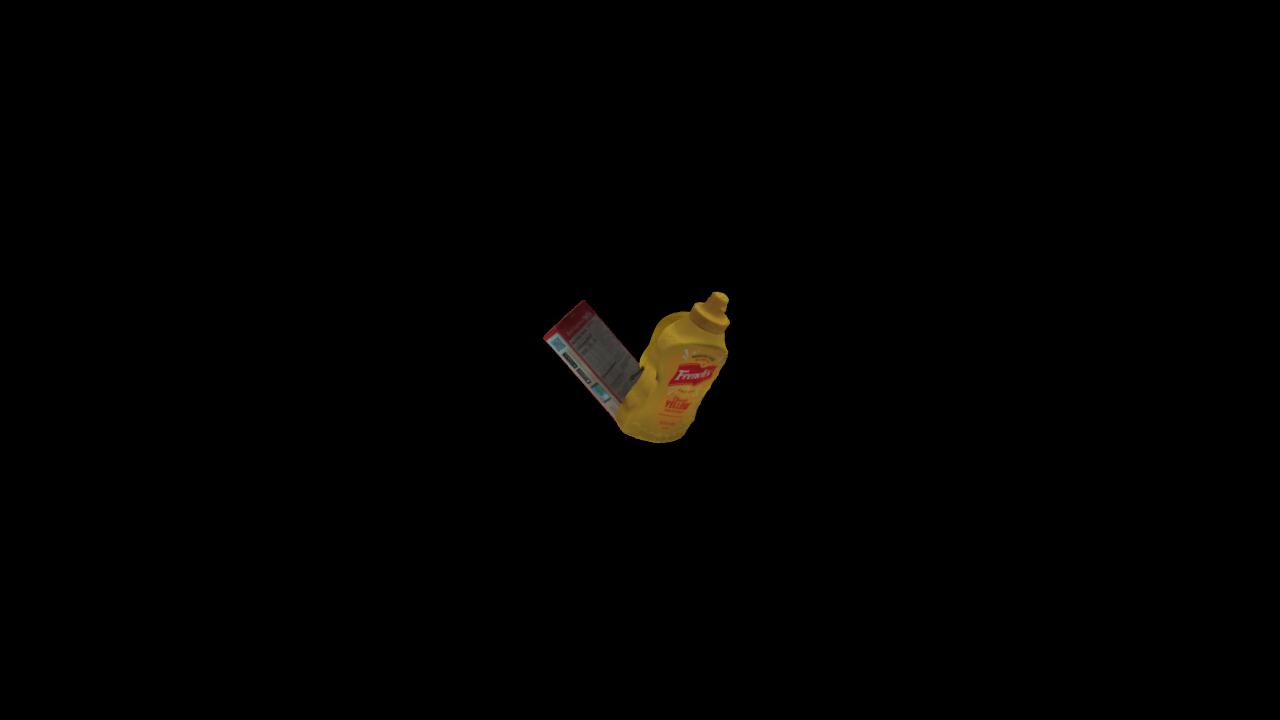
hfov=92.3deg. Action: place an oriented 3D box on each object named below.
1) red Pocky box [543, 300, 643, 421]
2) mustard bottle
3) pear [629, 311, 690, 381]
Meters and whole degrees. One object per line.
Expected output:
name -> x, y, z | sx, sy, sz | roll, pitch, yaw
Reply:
red Pocky box -> -0.041, 0.007, 0.738 | 0.028, 0.155, 0.083 | -34, 11, 35
mustard bottle -> 0.047, 0.006, 0.671 | 0.092, 0.184, 0.054 | 12, 29, -29
pear -> 0.034, -0.010, 0.688 | 0.080, 0.080, 0.111 | 0, 23, 44
